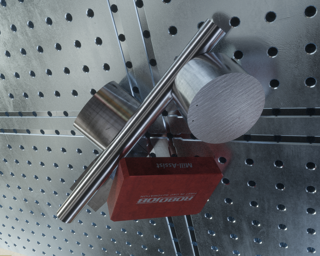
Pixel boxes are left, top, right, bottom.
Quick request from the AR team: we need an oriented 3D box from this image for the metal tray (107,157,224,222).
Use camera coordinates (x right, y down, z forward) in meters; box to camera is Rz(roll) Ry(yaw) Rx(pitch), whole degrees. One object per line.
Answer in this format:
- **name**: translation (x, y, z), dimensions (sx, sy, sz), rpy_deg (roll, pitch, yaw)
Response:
- **metal tray**: translation (0.005, 0.078, 0.401), dimensions (0.131, 0.030, 0.089), rpy_deg (2, 131, -23)

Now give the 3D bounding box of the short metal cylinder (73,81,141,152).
- **short metal cylinder**: translation (-0.064, -0.014, 0.399), dimensions (0.050, 0.080, 0.080), rpy_deg (40, 129, 1)

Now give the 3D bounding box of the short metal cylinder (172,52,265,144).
- **short metal cylinder**: translation (0.058, -0.031, 0.319), dimensions (0.081, 0.050, 0.079), rpy_deg (-9, 126, -12)

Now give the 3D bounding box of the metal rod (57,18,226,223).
- **metal rod**: translation (-0.033, 0.005, 0.361), dimensions (0.025, 0.025, 0.299), rpy_deg (40, 108, 1)

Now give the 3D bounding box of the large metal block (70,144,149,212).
- **large metal block**: translation (-0.073, 0.063, 0.450), dimensions (0.050, 0.080, 0.080), rpy_deg (43, 129, -2)
